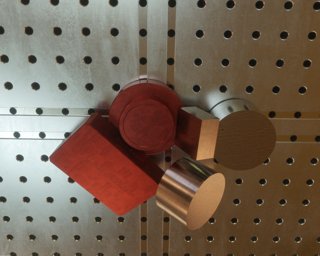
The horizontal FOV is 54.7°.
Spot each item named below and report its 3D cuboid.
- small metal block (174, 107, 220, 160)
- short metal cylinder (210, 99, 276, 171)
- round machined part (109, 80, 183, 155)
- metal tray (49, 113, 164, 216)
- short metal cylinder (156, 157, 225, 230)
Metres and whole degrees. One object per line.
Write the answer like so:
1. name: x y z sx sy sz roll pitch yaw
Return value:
1. small metal block: 0.044 0.005 0.379 0.025 0.050 0.050 -5 112 -28
2. short metal cylinder: 0.101 0.008 0.400 0.081 0.050 0.079 0 110 0
3. round machined part: -0.016 -0.010 0.396 0.099 0.042 0.097 0 110 0
4. metal tray: -0.069 0.052 0.413 0.130 0.030 0.090 43 120 -15
5. short metal cylinder: 0.041 0.084 0.405 0.050 0.081 0.079 26 115 37
